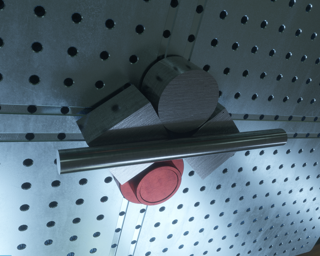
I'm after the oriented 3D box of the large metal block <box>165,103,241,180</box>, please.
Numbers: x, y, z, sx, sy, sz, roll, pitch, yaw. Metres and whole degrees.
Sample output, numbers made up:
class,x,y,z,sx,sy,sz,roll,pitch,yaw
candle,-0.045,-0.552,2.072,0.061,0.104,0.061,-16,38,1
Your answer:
class,x,y,z,sx,sy,sz,roll,pitch,yaw
large metal block,0.060,0.012,0.427,0.080,0.050,0.080,-40,130,0

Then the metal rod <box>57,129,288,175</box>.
class,x,y,z,sx,sy,sz,roll,pitch,yaw
metal rod,0.035,0.023,0.373,0.303,0.025,0.025,-4,121,-26

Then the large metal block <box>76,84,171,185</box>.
class,x,y,z,sx,sy,sz,roll,pitch,yaw
large metal block,-0.039,0.008,0.374,0.080,0.050,0.080,-35,131,-6

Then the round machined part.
class,x,y,z,sx,sy,sz,roll,pitch,yaw
round machined part,-0.009,0.069,0.433,0.099,0.042,0.097,-14,124,-21

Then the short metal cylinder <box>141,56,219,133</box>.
class,x,y,z,sx,sy,sz,roll,pitch,yaw
short metal cylinder,0.024,-0.041,0.378,0.081,0.050,0.079,-14,124,-21
